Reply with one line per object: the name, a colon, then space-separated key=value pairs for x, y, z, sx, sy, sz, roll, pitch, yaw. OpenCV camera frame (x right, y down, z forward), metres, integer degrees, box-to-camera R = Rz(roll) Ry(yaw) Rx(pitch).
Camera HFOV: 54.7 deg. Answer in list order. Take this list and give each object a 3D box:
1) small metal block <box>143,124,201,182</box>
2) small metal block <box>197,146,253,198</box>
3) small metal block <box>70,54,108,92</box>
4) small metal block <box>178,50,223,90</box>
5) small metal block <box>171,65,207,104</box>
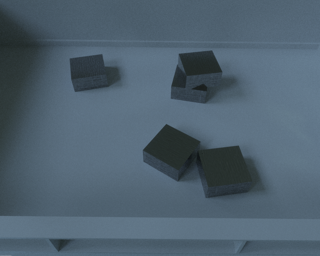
small metal block: x=0.014 y=0.029 z=0.381 sx=0.050 sy=0.025 sz=0.050 roll=28 pitch=55 yaw=21
small metal block: x=0.074 y=0.051 z=0.364 sx=0.050 sy=0.025 sz=0.050 roll=-6 pitch=50 yaw=-6
small metal block: x=-0.109 y=-0.085 z=0.475 sx=0.050 sy=0.025 sz=0.050 roll=-10 pitch=51 yaw=-9
small metal block: x=0.056 y=-0.084 z=0.444 sx=0.050 sy=0.025 sz=0.050 roll=-7 pitch=50 yaw=-7
small metal block: x=0.046 y=-0.066 z=0.461 sx=0.050 sy=0.025 sz=0.050 roll=9 pitch=51 yaw=7
